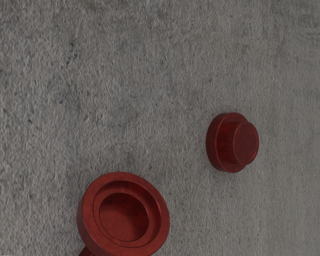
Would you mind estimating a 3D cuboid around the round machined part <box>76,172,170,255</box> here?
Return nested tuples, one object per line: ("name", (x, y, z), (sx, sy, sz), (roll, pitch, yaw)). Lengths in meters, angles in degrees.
("round machined part", (-0.042, 0.100, 0.338), (0.099, 0.042, 0.098), (19, 43, -18))

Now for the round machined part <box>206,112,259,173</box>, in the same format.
("round machined part", (0.122, 0.023, 0.495), (0.099, 0.042, 0.097), (0, 90, -40))

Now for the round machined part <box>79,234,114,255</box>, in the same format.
("round machined part", (-0.047, 0.171, 0.354), (0.099, 0.042, 0.097), (0, 90, -40))
